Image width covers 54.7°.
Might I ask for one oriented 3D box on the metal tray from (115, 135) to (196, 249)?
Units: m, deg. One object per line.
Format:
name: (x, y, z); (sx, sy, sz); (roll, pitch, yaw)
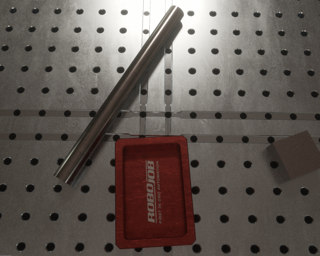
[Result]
metal tray: (-0.008, 0.077, 0.380); (0.091, 0.030, 0.130); (-3, 70, -2)

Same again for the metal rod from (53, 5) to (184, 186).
metal rod: (-0.048, -0.057, 0.431); (0.025, 0.025, 0.300); (28, 72, 9)

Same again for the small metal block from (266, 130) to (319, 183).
small metal block: (0.175, 0.037, 0.401); (0.050, 0.025, 0.050); (-19, 71, -7)
